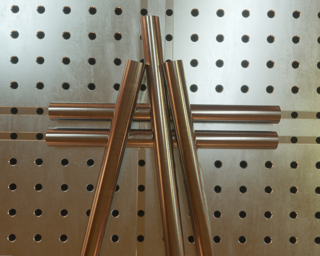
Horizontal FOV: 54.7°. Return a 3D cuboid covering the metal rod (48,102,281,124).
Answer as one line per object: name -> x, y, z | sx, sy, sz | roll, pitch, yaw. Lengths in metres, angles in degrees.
metal rod -> 0.007, -0.020, 0.414 | 0.302, 0.025, 0.025 | 1, 90, -1

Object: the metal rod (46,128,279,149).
metal rod -> 0.003, 0.014, 0.414 | 0.302, 0.025, 0.025 | 1, 90, -1

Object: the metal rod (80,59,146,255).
metal rod -> -0.066, 0.063, 0.394 | 0.025, 0.025, 0.298 | 14, 97, -1

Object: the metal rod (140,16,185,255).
metal rod -> 0.003, 0.012, 0.389 | 0.025, 0.025, 0.298 | -6, 90, 0

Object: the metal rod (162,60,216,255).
metal rod -> 0.042, 0.065, 0.395 | 0.025, 0.025, 0.298 | -11, 97, 0
